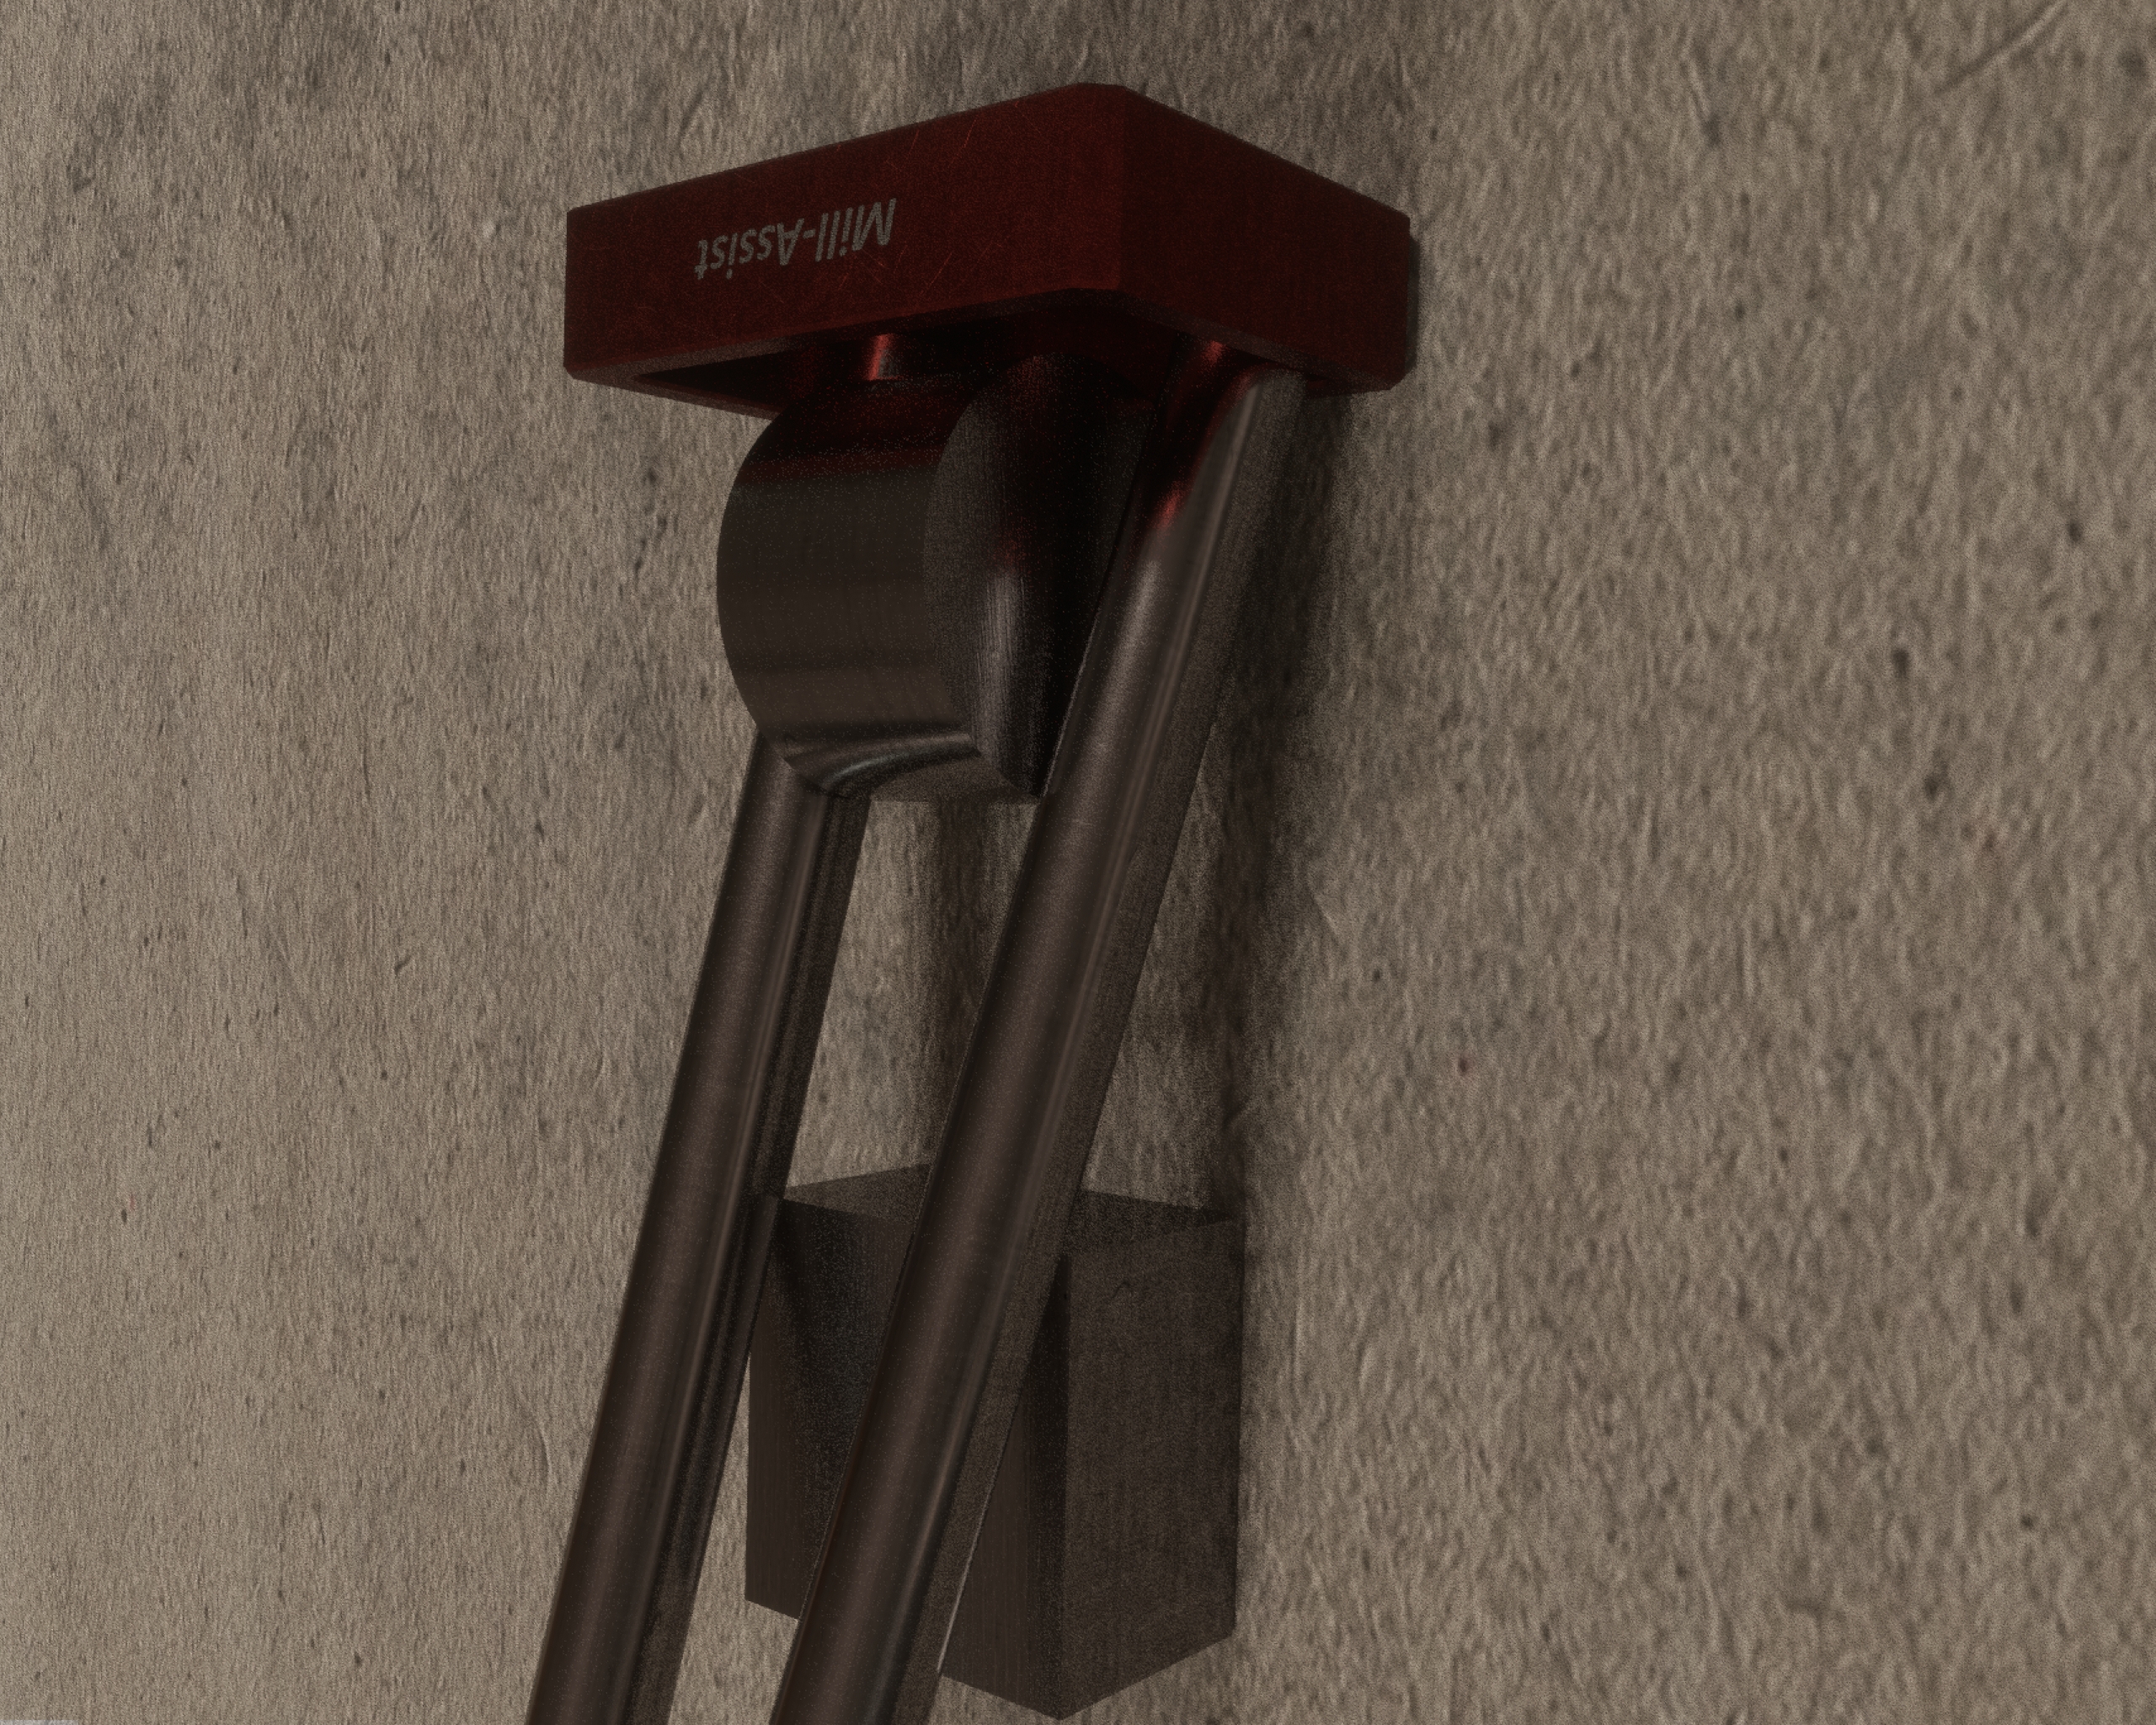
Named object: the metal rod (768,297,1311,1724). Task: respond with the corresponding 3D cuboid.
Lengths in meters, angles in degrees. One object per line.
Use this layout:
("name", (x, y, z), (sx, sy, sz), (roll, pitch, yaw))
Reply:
("metal rod", (-0.010, 0.045, 0.352), (0.025, 0.025, 0.299), (11, 82, 39))

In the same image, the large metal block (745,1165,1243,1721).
("large metal block", (-0.017, 0.105, 0.399), (0.080, 0.050, 0.079), (2, 92, 39))

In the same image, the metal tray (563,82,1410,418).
("metal tray", (-0.018, -0.102, 0.377), (0.130, 0.091, 0.030), (3, 92, 39))

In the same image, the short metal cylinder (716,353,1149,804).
("short metal cylinder", (-0.019, -0.051, 0.385), (0.050, 0.081, 0.079), (3, 92, 39))

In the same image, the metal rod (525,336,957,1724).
("metal rod", (-0.064, 0.042, 0.397), (0.025, 0.025, 0.299), (3, 76, 39))
